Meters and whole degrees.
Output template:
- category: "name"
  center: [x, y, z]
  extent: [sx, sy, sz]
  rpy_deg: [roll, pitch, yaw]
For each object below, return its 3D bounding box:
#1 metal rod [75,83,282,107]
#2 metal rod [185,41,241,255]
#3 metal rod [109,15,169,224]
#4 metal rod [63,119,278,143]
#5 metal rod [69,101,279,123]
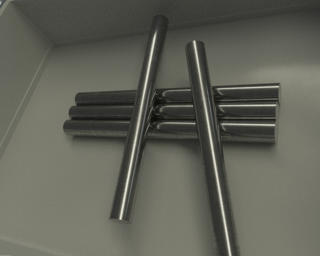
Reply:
- category: "metal rod"
  center: [0.005, -0.042, 0.426]
  extent: [0.300, 0.025, 0.025]
  rpy_deg: [1, 62, 28]
- category: "metal rod"
  center: [0.055, 0.031, 0.329]
  extent: [0.025, 0.025, 0.299]
  rpy_deg: [-15, 62, 20]
- category: "metal rod"
  center: [-0.021, -0.031, 0.400]
  extent: [0.025, 0.025, 0.299]
  rpy_deg: [-5, 59, 25]
- category: "metal rod"
  center: [-0.007, 0.002, 0.405]
  extent: [0.300, 0.025, 0.025]
  rpy_deg: [1, 62, 28]
- category: "metal rod"
  center: [-0.002, -0.020, 0.416]
  extent: [0.300, 0.025, 0.025]
  rpy_deg: [1, 62, 28]
